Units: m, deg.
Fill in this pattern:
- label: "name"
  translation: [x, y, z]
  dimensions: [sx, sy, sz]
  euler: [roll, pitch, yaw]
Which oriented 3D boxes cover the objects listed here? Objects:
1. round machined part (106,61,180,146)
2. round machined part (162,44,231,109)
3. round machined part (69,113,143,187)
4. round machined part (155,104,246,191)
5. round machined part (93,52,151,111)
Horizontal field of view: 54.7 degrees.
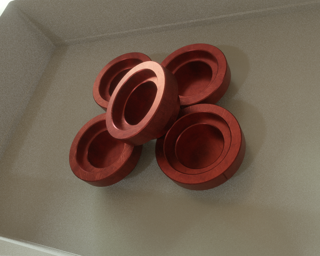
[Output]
- label: "round machined part"
  translation: [-0.016, -0.025, 0.360]
  dimensions: [0.098, 0.042, 0.098]
  euler: [-25, 51, 36]
- label: "round machined part"
  translation: [0.044, -0.059, 0.405]
  dimensions: [0.098, 0.042, 0.098]
  euler: [-13, 56, 20]
- label: "round machined part"
  translation: [-0.066, 0.031, 0.407]
  dimensions: [0.098, 0.042, 0.098]
  euler: [-13, 56, 20]
- label: "round machined part"
  translation: [0.048, 0.024, 0.352]
  dimensions: [0.098, 0.042, 0.098]
  euler: [-13, 56, 20]
- label: "round machined part"
  translation: [-0.045, -0.059, 0.450]
  dimensions: [0.098, 0.042, 0.098]
  euler: [-13, 56, 20]
